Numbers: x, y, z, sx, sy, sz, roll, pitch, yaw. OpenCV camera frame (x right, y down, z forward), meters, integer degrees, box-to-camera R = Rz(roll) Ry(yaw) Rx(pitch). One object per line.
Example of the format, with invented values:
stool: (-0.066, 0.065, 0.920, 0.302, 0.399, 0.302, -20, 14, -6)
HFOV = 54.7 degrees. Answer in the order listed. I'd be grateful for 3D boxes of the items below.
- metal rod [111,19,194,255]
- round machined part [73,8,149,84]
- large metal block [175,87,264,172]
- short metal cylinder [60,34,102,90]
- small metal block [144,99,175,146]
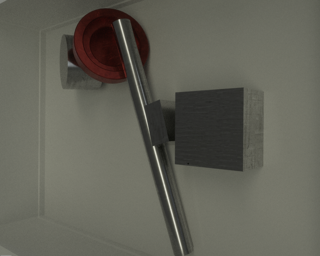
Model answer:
metal rod: (-0.011, 0.009, 0.389, 0.025, 0.025, 0.298, -18, 86, 38)
round machined part: (-0.068, -0.107, 0.423, 0.042, 0.099, 0.097, 157, 106, -68)
large metal block: (0.064, 0.001, 0.337, 0.080, 0.050, 0.079, 1, 91, 39)
short metal cylinder: (-0.120, -0.098, 0.468, 0.080, 0.050, 0.079, 178, 90, -65)
small metal block: (0.011, -0.006, 0.379, 0.025, 0.050, 0.050, -19, 78, 37)
